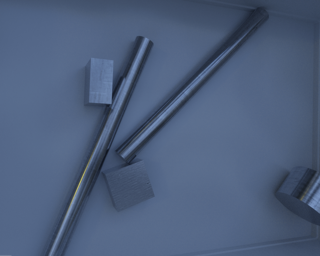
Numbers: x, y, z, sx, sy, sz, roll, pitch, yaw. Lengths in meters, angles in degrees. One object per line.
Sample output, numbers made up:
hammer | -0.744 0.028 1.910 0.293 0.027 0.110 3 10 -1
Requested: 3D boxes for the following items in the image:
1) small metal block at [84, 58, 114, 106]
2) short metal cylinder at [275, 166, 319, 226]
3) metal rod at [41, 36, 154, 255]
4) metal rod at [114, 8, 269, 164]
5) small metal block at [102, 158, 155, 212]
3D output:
small metal block | -0.074 -0.053 0.370 0.025 0.050 0.050 3 89 -20
short metal cylinder | 0.224 0.102 0.467 0.080 0.080 0.050 43 76 -15
metal rod | -0.075 0.024 0.383 0.025 0.025 0.299 25 82 -19
metal rod | 0.053 -0.067 0.431 0.301 0.025 0.025 -46 105 -15
small metal block | -0.041 0.072 0.397 0.050 0.025 0.050 -19 97 -19
